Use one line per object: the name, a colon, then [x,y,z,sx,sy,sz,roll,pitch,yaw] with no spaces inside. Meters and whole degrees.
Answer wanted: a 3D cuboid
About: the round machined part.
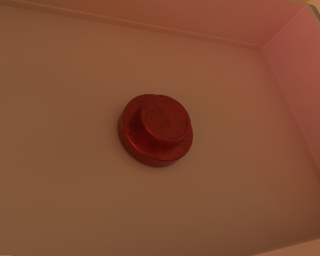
round machined part: [0.000,-0.003,0.394,0.099,0.042,0.098,14,56,-21]
